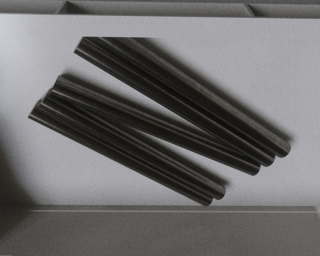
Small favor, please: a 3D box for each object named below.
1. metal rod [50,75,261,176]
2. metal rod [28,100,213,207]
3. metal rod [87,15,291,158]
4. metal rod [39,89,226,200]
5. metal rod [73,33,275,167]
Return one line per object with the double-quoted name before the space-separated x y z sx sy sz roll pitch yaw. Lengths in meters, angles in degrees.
"metal rod" 0.008 0.004 0.411 0.302 0.025 0.025 23 127 -19
"metal rod" -0.040 0.047 0.447 0.301 0.025 0.025 31 124 -24
"metal rod" 0.052 -0.037 0.376 0.301 0.025 0.025 29 124 -23
"metal rod" -0.022 0.033 0.436 0.301 0.025 0.025 31 124 -24
"metal rod" 0.035 -0.023 0.388 0.301 0.025 0.025 29 124 -23
